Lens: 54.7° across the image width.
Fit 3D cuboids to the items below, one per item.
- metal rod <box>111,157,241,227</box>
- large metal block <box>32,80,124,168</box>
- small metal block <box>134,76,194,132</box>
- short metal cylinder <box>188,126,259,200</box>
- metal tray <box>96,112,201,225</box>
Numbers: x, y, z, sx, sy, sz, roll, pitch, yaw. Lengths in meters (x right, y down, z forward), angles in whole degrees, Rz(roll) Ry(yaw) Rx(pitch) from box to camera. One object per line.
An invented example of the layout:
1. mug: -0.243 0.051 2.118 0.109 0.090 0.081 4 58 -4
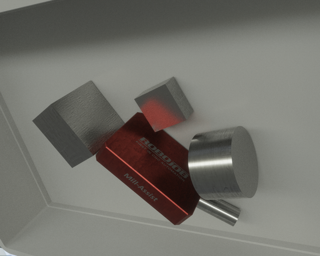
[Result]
1. metal rod: -0.027 0.061 0.457 0.301 0.025 0.025 25 127 12
2. large metal block: -0.107 -0.007 0.421 0.050 0.080 0.080 -29 102 37
3. small metal block: 0.005 -0.029 0.384 0.050 0.025 0.050 -22 107 35
4. short metal cylinder: 0.075 0.041 0.356 0.050 0.080 0.080 -12 113 34
5. metal tray: -0.004 0.047 0.394 0.130 0.090 0.030 40 128 1
